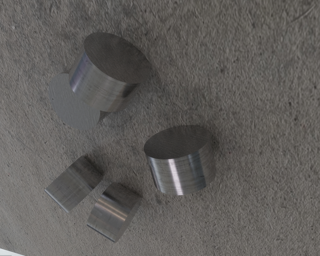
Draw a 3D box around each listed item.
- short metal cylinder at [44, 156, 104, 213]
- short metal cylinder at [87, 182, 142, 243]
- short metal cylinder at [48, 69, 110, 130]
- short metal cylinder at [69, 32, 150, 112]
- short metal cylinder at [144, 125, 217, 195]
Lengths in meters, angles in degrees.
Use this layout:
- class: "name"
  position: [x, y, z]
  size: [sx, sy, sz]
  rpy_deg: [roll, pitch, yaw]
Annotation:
- class: "short metal cylinder"
  position: [-0.138, 0.090, 0.500]
  size: [0.050, 0.080, 0.080]
  rpy_deg: [47, 129, -5]
- class: "short metal cylinder"
  position: [-0.071, 0.133, 0.491]
  size: [0.050, 0.080, 0.079]
  rpy_deg: [29, 128, 10]
- class: "short metal cylinder"
  position: [-0.100, -0.044, 0.416]
  size: [0.080, 0.050, 0.079]
  rpy_deg: [13, 124, 21]
- class: "short metal cylinder"
  position: [-0.059, -0.065, 0.362]
  size: [0.080, 0.080, 0.050]
  rpy_deg: [41, 129, 0]
- class: "short metal cylinder"
  position: [0.025, 0.037, 0.381]
  size: [0.080, 0.080, 0.050]
  rpy_deg: [-1, 118, 28]
